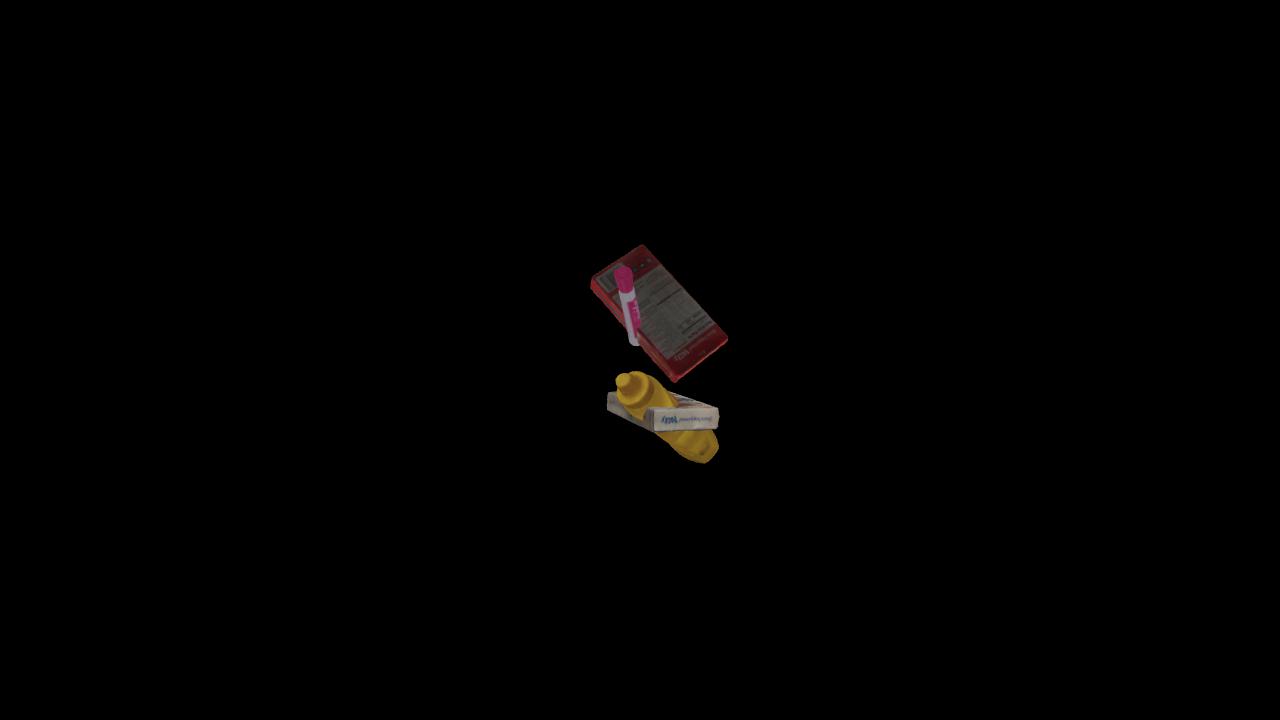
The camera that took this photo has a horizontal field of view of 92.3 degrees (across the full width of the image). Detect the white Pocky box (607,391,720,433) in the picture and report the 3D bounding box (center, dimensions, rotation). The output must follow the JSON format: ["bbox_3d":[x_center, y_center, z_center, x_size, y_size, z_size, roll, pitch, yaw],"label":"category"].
[{"bbox_3d":[0.022,0.060,0.749,0.084,0.028,0.154,-1,5,-22],"label":"white Pocky box"}]

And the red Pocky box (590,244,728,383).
[{"bbox_3d":[0.021,-0.055,0.710,0.083,0.155,0.028,-36,-12,-22],"label":"red Pocky box"}]

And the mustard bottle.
[{"bbox_3d":[0.024,0.062,0.736,0.092,0.054,0.184,49,4,41],"label":"mustard bottle"}]

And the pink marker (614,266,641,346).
[{"bbox_3d":[-0.011,-0.057,0.665,0.020,0.020,0.121,0,-34,8],"label":"pink marker"}]
